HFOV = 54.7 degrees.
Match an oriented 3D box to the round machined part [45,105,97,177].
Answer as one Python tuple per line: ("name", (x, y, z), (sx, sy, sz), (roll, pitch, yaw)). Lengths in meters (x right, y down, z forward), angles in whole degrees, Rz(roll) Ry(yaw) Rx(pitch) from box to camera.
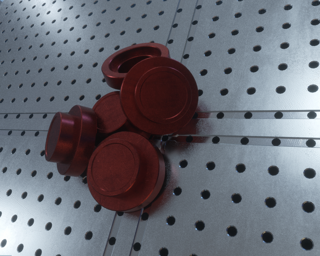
("round machined part", (-0.125, 0.015, 0.421), (0.098, 0.042, 0.098), (-29, 54, 50))

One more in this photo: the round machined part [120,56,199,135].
("round machined part", (0.001, -0.040, 0.382), (0.098, 0.098, 0.042), (-47, 10, -5))

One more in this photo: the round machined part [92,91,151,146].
("round machined part", (-0.059, -0.013, 0.433), (0.098, 0.042, 0.098), (-13, 56, 20))

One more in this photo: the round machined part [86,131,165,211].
("round machined part", (-0.047, 0.050, 0.374), (0.098, 0.042, 0.098), (-6, 71, 20))

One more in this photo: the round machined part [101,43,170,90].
("round machined part", (-0.031, -0.082, 0.447), (0.098, 0.042, 0.098), (-10, 38, 8))
